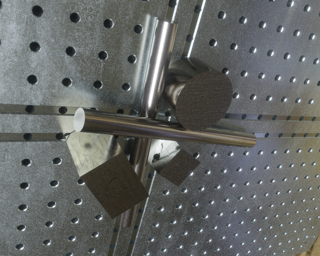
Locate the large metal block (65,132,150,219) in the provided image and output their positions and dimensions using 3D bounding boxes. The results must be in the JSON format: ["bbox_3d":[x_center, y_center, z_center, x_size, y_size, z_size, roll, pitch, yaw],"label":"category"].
[{"bbox_3d":[-0.063,0.046,0.369,0.050,0.080,0.080,-31,129,-9],"label":"large metal block"}]

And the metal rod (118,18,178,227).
[{"bbox_3d":[-0.022,0.012,0.408,0.025,0.025,0.298,-2,119,-28],"label":"metal rod"}]

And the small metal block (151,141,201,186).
[{"bbox_3d":[0.024,0.052,0.460,0.050,0.025,0.050,-48,129,5],"label":"small metal block"}]

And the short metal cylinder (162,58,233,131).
[{"bbox_3d":[0.044,-0.043,0.394,0.081,0.050,0.079,-14,125,-21],"label":"short metal cylinder"}]

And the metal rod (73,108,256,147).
[{"bbox_3d":[0.033,0.006,0.410,0.302,0.025,0.025,7,115,-40],"label":"metal rod"}]
